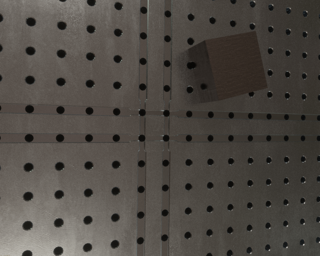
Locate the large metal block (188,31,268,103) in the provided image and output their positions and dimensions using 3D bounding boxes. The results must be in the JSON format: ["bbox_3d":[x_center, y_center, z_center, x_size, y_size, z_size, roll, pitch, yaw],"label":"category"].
[{"bbox_3d":[0.095,-0.084,0.436,0.081,0.050,0.080,-16,96,-20],"label":"large metal block"}]
